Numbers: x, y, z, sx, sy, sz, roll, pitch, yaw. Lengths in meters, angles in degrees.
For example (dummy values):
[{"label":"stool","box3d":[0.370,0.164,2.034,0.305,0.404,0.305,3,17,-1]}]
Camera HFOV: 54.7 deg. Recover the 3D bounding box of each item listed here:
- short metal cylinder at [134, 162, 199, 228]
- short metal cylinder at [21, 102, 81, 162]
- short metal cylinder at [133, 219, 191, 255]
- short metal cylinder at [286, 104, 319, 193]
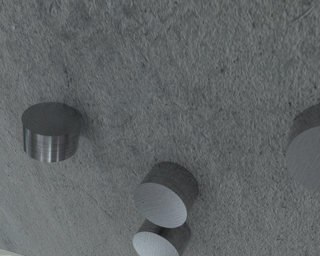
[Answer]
[{"label":"short metal cylinder","box3d":[0.010,0.095,0.445,0.080,0.050,0.079,13,124,21]},{"label":"short metal cylinder","box3d":[-0.160,0.005,0.459,0.080,0.080,0.050,26,127,12]},{"label":"short metal cylinder","box3d":[0.004,0.179,0.499,0.080,0.050,0.079,13,124,21]},{"label":"short metal cylinder","box3d":[0.172,0.020,0.312,0.080,0.050,0.079,13,124,21]}]
